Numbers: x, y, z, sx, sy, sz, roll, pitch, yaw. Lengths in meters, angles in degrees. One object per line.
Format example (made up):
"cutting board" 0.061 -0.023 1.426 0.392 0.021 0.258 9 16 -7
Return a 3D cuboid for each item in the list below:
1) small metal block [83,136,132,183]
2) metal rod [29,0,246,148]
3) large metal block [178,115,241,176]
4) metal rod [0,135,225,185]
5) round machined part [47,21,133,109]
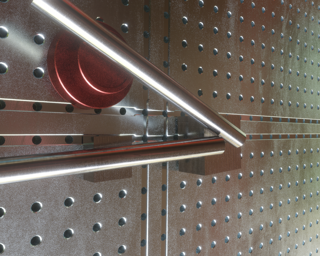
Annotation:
"small metal block" -0.061 0.034 0.361 0.050 0.025 0.050 -1 91 -40
"metal rod" 0.001 -0.050 0.349 0.301 0.025 0.025 31 70 -33
"large metal block" 0.073 0.022 0.453 0.081 0.050 0.079 -3 92 -40
"metal rod" -0.054 0.032 0.330 0.303 0.025 0.025 -4 93 -30
"round machined part" -0.068 -0.070 0.342 0.099 0.042 0.097 0 90 -40
